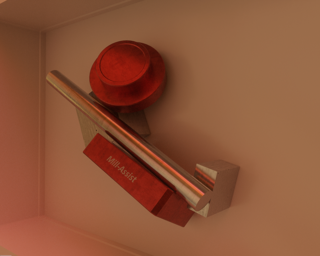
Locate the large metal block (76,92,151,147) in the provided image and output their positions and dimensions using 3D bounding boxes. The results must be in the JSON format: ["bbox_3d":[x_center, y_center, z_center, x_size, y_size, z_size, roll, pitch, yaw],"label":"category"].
[{"bbox_3d":[-0.070,-0.013,0.443,0.080,0.050,0.080,-28,73,36],"label":"large metal block"}]

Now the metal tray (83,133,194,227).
[{"bbox_3d":[-0.024,0.062,0.376,0.130,0.090,0.030,33,83,34],"label":"metal tray"}]

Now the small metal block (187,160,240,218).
[{"bbox_3d":[0.059,0.064,0.339,0.025,0.050,0.050,19,102,38],"label":"small metal block"}]

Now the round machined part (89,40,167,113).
[{"bbox_3d":[-0.043,-0.072,0.393,0.099,0.042,0.098,-3,65,7],"label":"round machined part"}]

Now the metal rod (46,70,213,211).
[{"bbox_3d":[-0.058,-0.002,0.384,0.300,0.025,0.025,36,112,33],"label":"metal rod"}]
